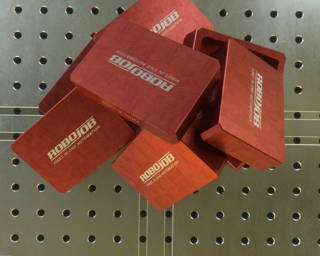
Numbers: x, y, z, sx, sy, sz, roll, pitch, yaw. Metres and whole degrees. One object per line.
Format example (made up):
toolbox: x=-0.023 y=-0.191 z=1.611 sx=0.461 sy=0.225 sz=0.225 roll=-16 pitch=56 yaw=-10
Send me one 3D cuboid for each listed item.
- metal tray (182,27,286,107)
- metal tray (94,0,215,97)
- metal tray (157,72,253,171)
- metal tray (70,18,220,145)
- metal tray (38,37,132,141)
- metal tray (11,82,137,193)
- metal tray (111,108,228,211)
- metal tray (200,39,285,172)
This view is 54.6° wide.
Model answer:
metal tray: x=0.090 y=-0.063 z=0.389 sx=0.131 sy=0.030 sz=0.090 roll=10 pitch=90 yaw=-20
metal tray: x=-0.006 y=-0.114 z=0.392 sx=0.130 sy=0.030 sz=0.090 roll=-43 pitch=92 yaw=-14
metal tray: x=0.050 y=-0.008 z=0.382 sx=0.130 sy=0.090 sz=0.030 roll=44 pitch=91 yaw=1
metal tray: x=-0.015 y=-0.052 z=0.323 sx=0.130 sy=0.030 sz=0.090 roll=29 pitch=75 yaw=19
metal tray: x=-0.082 y=-0.049 z=0.410 sx=0.090 sy=0.030 sz=0.130 roll=39 pitch=90 yaw=0
metal tray: x=-0.105 y=0.011 z=0.388 sx=0.130 sy=0.030 sz=0.090 roll=-38 pitch=106 yaw=11
metal tray: x=0.005 y=0.041 z=0.367 sx=0.090 sy=0.129 sz=0.030 roll=43 pitch=48 yaw=-1
metal tray: x=0.097 y=-0.028 z=0.348 sx=0.090 sy=0.030 sz=0.130 roll=28 pitch=54 yaw=-20
